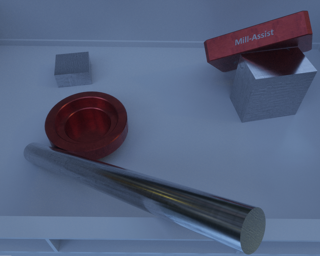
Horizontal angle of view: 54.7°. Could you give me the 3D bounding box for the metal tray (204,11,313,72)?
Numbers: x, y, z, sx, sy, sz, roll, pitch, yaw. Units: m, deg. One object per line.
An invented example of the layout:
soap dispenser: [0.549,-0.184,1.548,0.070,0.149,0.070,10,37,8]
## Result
metal tray: [0.137,-0.114,0.430,0.130,0.090,0.030,-11,86,25]

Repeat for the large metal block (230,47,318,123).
large metal block: [0.148,-0.057,0.419,0.081,0.080,0.050,-9,51,-8]

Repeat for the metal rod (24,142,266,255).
metal rod: [-0.053,0.042,0.272,0.300,0.025,0.025,7,42,47]

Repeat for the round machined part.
round machined part: [-0.089,0.002,0.391,0.099,0.042,0.098,0,50,0]

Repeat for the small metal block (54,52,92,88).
small metal block: [-0.134,-0.091,0.480,0.050,0.025,0.050,-7,50,-7]
